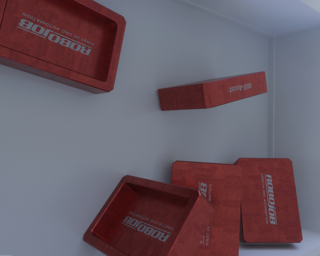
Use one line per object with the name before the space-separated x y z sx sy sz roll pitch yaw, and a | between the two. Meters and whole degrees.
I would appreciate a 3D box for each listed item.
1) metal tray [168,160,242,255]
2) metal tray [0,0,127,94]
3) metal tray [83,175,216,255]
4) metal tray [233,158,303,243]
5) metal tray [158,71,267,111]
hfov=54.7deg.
metal tray | 0.059 0.111 0.411 0.030 0.090 0.129 41 52 -76
metal tray | -0.103 -0.095 0.317 0.131 0.030 0.090 16 80 -39
metal tray | -0.016 0.101 0.327 0.030 0.130 0.090 49 61 -29
metal tray | 0.169 0.114 0.495 0.091 0.030 0.130 1 71 -2
metal tray | 0.074 -0.052 0.428 0.131 0.090 0.030 -16 101 -39
